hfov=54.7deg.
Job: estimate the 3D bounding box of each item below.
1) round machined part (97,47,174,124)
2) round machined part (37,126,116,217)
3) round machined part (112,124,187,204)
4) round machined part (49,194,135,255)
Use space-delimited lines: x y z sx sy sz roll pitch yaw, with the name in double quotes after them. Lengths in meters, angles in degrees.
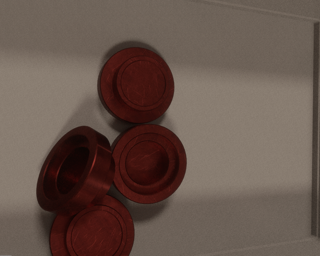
-0.027 -0.054 0.392 0.099 0.042 0.097 0 90 -21 "round machined part"
-0.088 0.050 0.344 0.042 0.098 0.098 37 77 -40 "round machined part"
-0.019 0.044 0.395 0.099 0.042 0.097 0 90 -21 "round machined part"
-0.077 0.125 0.361 0.099 0.042 0.098 6 72 -20 "round machined part"
